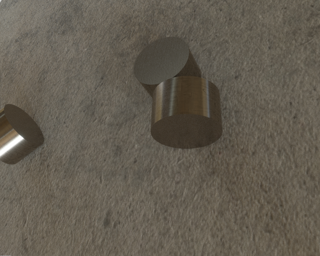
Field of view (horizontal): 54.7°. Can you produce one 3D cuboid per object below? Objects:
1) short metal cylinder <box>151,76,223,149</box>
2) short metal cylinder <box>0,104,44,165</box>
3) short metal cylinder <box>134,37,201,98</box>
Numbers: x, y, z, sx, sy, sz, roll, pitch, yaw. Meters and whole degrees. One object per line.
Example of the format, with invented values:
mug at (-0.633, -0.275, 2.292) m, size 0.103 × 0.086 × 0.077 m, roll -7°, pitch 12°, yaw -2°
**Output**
short metal cylinder at (0.031, -0.016, 0.361) m, size 0.080 × 0.080 × 0.050 m, roll -11°, pitch 57°, yaw 22°
short metal cylinder at (-0.229, 0.010, 0.480) m, size 0.050 × 0.080 × 0.080 m, roll -37°, pitch 51°, yaw 4°
short metal cylinder at (0.011, -0.079, 0.429) m, size 0.080 × 0.050 × 0.080 m, roll -13°, pitch 56°, yaw 20°
